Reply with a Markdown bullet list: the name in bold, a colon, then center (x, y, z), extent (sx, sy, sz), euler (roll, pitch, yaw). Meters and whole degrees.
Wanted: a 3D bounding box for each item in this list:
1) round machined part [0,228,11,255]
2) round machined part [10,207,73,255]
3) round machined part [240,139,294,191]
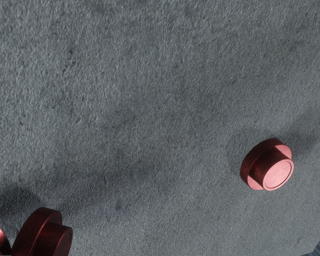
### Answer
- **round machined part**: center (-0.208, 0.138, 0.345), extent (0.042, 0.098, 0.097), euler (-45, 150, -59)
- **round machined part**: center (-0.138, 0.149, 0.373), extent (0.042, 0.098, 0.097), euler (14, 116, 3)
- **round machined part**: center (0.194, 0.071, 0.546), extent (0.099, 0.042, 0.097), euler (-14, 124, -21)
